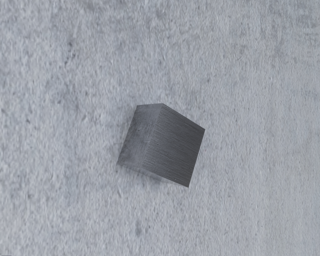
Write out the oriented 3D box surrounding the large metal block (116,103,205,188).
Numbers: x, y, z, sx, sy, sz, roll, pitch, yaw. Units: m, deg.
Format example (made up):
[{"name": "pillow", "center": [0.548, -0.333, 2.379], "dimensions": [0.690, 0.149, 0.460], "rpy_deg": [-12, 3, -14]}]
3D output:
[{"name": "large metal block", "center": [0.003, 0.023, 0.393], "dimensions": [0.080, 0.050, 0.080], "rpy_deg": [29, 72, -37]}]
